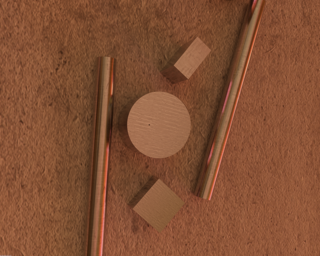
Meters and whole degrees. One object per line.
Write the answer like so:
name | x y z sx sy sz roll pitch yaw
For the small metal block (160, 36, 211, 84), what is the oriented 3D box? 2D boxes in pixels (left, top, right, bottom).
small metal block | 0.032 -0.087 0.407 0.025 0.050 0.050 41 77 -16

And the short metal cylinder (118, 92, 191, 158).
short metal cylinder | -0.008 -0.004 0.393 0.081 0.050 0.079 0 90 -20

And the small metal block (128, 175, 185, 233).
small metal block | -0.005 0.099 0.407 0.050 0.025 0.050 46 76 -15

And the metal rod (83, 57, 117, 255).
metal rod | -0.075 0.063 0.381 0.025 0.025 0.298 4 89 -20

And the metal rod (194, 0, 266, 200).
metal rod | 0.102 -0.045 0.446 0.025 0.025 0.299 19 84 -19
